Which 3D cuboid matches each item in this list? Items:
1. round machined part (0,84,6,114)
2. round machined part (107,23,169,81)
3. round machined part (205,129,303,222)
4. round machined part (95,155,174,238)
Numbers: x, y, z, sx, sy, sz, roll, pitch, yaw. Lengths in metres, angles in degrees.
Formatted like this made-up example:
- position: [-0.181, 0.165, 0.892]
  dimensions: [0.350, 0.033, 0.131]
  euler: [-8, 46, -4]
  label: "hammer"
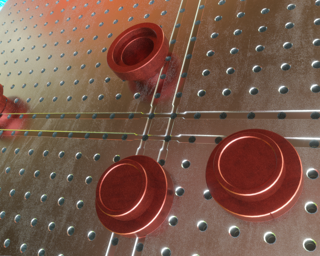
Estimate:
- position: [-0.346, -0.049, 0.611]
  dimensions: [0.098, 0.042, 0.098]
  euler: [-13, 56, 21]
  label: "round machined part"
- position: [-0.030, -0.113, 0.484]
  dimensions: [0.098, 0.042, 0.098]
  euler: [-13, 56, 21]
  label: "round machined part"
- position: [0.094, 0.043, 0.322]
  dimensions: [0.098, 0.042, 0.098]
  euler: [-13, 56, 21]
  label: "round machined part"
- position: [-0.037, 0.077, 0.371]
  dimensions: [0.098, 0.042, 0.098]
  euler: [-13, 56, 21]
  label: "round machined part"
